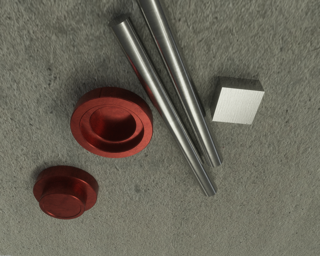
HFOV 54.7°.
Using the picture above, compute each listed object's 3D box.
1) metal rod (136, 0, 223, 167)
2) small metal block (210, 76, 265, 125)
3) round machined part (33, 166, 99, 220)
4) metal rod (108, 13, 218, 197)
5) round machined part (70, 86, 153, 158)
[{"bbox_3d":[0.024,-0.059,0.357,0.025,0.025,0.299,-17,128,14],"label":"metal rod"},{"bbox_3d":[0.093,-0.033,0.380,0.050,0.025,0.050,5,130,-5],"label":"small metal block"},{"bbox_3d":[-0.149,0.107,0.486,0.099,0.042,0.097,0,130,0],"label":"round machined part"},{"bbox_3d":[0.019,-0.005,0.402,0.025,0.025,0.299,-19,128,15],"label":"metal rod"},{"bbox_3d":[-0.058,-0.011,0.386,0.099,0.042,0.097,0,130,0],"label":"round machined part"}]
